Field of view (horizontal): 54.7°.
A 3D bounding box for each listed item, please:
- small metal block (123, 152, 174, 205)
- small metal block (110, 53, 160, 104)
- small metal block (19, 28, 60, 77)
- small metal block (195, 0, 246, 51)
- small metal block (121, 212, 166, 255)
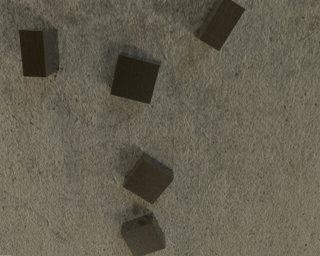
[{"bbox_3d":[-0.016,0.071,0.436,0.050,0.025,0.050,34,106,-12],"label":"small metal block"},{"bbox_3d":[-0.030,-0.062,0.386,0.050,0.025,0.050,14,110,-5],"label":"small metal block"},{"bbox_3d":[-0.139,-0.089,0.362,0.025,0.050,0.050,3,110,-1],"label":"small metal block"},{"bbox_3d":[0.066,-0.119,0.353,0.025,0.050,0.050,28,108,-10],"label":"small metal block"},{"bbox_3d":[-0.025,0.163,0.470,0.050,0.025,0.050,-21,109,7],"label":"small metal block"}]
